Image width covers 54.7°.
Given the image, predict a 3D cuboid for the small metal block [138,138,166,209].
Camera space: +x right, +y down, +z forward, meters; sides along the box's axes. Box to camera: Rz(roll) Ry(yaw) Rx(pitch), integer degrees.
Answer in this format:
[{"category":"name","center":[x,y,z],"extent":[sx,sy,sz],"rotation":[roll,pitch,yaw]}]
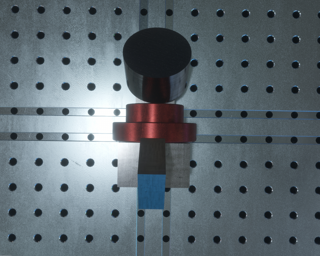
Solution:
[{"category":"small metal block","center":[-0.008,0.045,0.310],"extent":[0.025,0.050,0.050],"rotation":[1,128,-1]}]

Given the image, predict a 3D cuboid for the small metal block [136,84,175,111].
[{"category":"small metal block","center":[-0.006,-0.031,0.412],"extent":[0.050,0.025,0.050],"rotation":[1,90,-1]}]

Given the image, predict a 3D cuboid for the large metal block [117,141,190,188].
[{"category":"large metal block","center":[-0.007,0.041,0.385],"extent":[0.081,0.080,0.050],"rotation":[1,90,-1]}]

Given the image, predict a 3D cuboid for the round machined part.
[{"category":"round machined part","center":[-0.006,-0.007,0.366],"extent":[0.099,0.098,0.042],"rotation":[1,90,-1]}]

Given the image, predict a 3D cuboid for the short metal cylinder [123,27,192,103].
[{"category":"short metal cylinder","center":[-0.004,-0.077,0.384],"extent":[0.081,0.050,0.080],"rotation":[1,60,-1]}]
